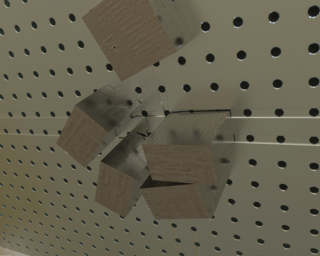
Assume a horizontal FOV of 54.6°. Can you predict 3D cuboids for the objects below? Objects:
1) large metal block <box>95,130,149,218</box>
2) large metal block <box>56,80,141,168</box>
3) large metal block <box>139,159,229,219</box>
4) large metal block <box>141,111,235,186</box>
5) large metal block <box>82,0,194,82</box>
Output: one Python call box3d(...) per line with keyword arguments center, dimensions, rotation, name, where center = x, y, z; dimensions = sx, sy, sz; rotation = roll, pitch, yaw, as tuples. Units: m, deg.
box3d(center=(-0.044, 0.064, 0.439), dimensions=(0.050, 0.080, 0.079), rotation=(25, 127, 13), name="large metal block")
box3d(center=(-0.082, -0.006, 0.416), dimensions=(0.050, 0.080, 0.080), rotation=(40, 129, 1), name="large metal block")
box3d(center=(0.034, 0.071, 0.402), dimensions=(0.080, 0.080, 0.050), rotation=(-12, 112, 33), name="large metal block")
box3d(center=(0.037, 0.021, 0.369), dimensions=(0.080, 0.080, 0.050), rotation=(0, 118, 28), name="large metal block")
box3d(center=(-0.023, -0.109, 0.340), dimensions=(0.080, 0.050, 0.080), rotation=(-21, 107, 36), name="large metal block")
